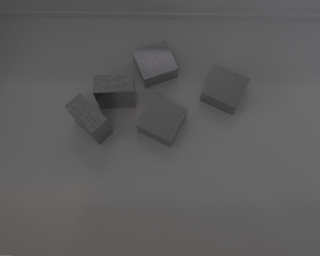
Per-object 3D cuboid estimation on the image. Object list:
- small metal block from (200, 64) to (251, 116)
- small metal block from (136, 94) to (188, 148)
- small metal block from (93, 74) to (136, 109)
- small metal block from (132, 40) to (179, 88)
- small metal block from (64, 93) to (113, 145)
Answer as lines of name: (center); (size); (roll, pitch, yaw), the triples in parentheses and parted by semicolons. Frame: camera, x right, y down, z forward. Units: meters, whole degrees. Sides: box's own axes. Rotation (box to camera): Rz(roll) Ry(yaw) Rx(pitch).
small metal block: (0.090, -0.053, 0.429); (0.050, 0.025, 0.050); (26, 72, 9)
small metal block: (0.003, -0.010, 0.413); (0.050, 0.025, 0.050); (26, 72, 9)
small metal block: (-0.059, -0.048, 0.413); (0.050, 0.050, 0.025); (-3, 70, -1)
small metal block: (-0.007, -0.091, 0.443); (0.050, 0.025, 0.050); (-20, 71, -7)
small metal block: (-0.090, -0.010, 0.399); (0.050, 0.050, 0.025); (42, 76, 14)
